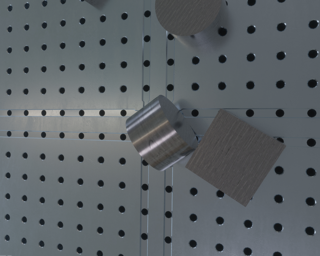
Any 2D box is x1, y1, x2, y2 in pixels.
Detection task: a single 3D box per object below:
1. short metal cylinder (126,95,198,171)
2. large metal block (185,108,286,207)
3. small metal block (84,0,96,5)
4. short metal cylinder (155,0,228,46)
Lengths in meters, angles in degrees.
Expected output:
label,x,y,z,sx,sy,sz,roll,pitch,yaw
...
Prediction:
label,x,y,z,sx,sy,sz,roll,pitch,yaw
short metal cylinder,0.004,0.006,0.382,0.050,0.080,0.080,-36,79,17
large metal block,0.090,0.032,0.368,0.080,0.050,0.080,33,100,17
small metal block,-0.106,-0.218,0.450,0.050,0.025,0.050,46,104,14
short metal cylinder,0.040,-0.147,0.385,0.080,0.050,0.079,0,90,20
